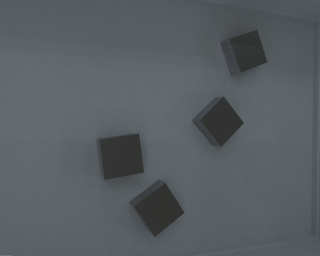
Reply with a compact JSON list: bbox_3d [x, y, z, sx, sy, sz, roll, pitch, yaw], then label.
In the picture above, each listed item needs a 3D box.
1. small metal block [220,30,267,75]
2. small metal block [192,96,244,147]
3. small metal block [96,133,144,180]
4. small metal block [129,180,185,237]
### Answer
[{"bbox_3d":[0.124,-0.111,0.458,0.050,0.025,0.050,-23,98,-19],"label":"small metal block"},{"bbox_3d":[0.083,-0.009,0.443,0.050,0.025,0.050,-44,104,-15],"label":"small metal block"},{"bbox_3d":[-0.051,0.035,0.393,0.050,0.025,0.050,-8,93,-20],"label":"small metal block"},{"bbox_3d":[-0.004,0.105,0.410,0.050,0.025,0.050,-35,102,-17],"label":"small metal block"}]
